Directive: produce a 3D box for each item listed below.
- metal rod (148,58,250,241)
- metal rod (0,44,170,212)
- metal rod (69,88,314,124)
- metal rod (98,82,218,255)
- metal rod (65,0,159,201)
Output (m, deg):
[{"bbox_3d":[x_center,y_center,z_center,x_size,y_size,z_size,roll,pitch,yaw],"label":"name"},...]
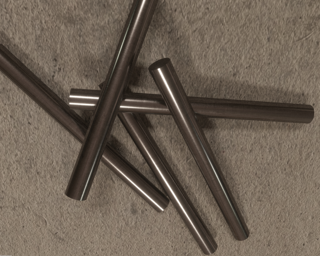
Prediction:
[{"bbox_3d":[0.062,0.047,0.398,0.025,0.025,0.299,-24,120,8],"label":"metal rod"},{"bbox_3d":[-0.097,0.010,0.412,0.025,0.025,0.300,-41,106,13],"label":"metal rod"},{"bbox_3d":[0.045,-0.026,0.384,0.302,0.025,0.025,3,110,-8],"label":"metal rod"},{"bbox_3d":[0.006,0.064,0.433,0.025,0.025,0.299,-27,108,9],"label":"metal rod"},{"bbox_3d":[-0.043,-0.064,0.342,0.025,0.025,0.298,20,92,-8],"label":"metal rod"}]
